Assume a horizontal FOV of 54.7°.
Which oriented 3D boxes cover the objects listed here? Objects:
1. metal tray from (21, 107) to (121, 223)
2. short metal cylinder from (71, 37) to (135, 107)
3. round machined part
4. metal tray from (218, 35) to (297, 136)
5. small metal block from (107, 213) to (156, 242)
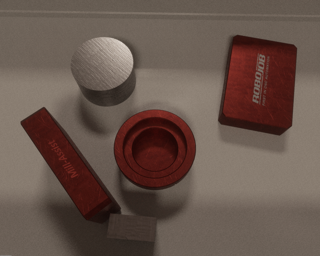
[{"bbox_3d":[-0.099,0.046,0.356,0.030,0.090,0.130,-36,74,-12],"label":"metal tray"},{"bbox_3d":[-0.075,-0.076,0.423,0.081,0.050,0.080,0,70,0],"label":"short metal cylinder"},{"bbox_3d":[-0.006,0.030,0.390,0.099,0.042,0.098,0,70,-1],"label":"round machined part"},{"bbox_3d":[0.137,-0.061,0.431,0.091,0.030,0.130,11,70,3],"label":"metal tray"},{"bbox_3d":[-0.030,0.115,0.354,0.050,0.050,0.025,5,70,1],"label":"small metal block"}]
